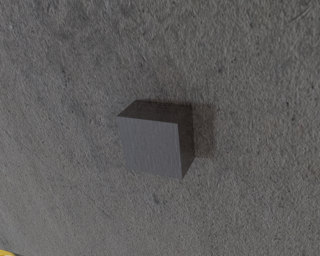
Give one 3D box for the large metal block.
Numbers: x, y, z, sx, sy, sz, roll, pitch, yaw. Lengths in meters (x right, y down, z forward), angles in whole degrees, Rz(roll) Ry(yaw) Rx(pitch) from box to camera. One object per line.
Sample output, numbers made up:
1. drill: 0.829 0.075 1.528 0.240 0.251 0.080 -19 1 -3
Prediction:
1. large metal block: -0.002 0.013 0.400 0.080 0.050 0.079 8 122 24
